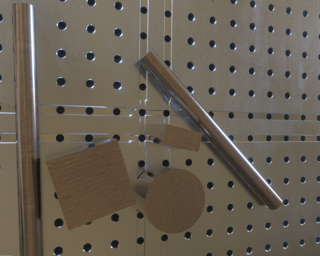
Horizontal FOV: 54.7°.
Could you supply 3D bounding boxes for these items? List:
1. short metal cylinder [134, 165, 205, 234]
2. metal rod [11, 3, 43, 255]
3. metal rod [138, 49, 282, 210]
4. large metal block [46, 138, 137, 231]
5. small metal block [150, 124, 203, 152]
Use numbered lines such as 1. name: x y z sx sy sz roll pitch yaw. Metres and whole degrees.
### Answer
1. short metal cylinder: 0.011 0.090 0.405 0.081 0.050 0.079 0 90 -21
2. metal rod: -0.152 0.010 0.356 0.025 0.025 0.298 -2 91 -20
3. metal rod: 0.080 0.011 0.443 0.025 0.025 0.300 -47 105 -14
4. large metal block: -0.083 0.062 0.369 0.081 0.050 0.080 -18 96 -20
5. small metal block: 0.020 0.013 0.408 0.050 0.050 0.025 13 86 -20
